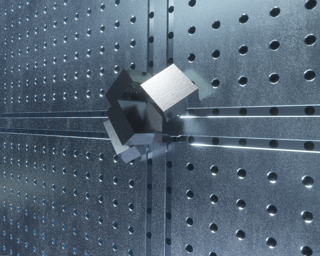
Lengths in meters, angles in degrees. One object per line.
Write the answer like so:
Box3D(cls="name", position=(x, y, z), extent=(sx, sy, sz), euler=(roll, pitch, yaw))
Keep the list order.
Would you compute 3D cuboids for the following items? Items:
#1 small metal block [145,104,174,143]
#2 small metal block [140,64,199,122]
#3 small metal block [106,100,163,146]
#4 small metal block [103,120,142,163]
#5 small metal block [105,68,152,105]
Box3D(cls="small metal block", position=(-0.009, -0.007, 0.417), extent=(0.050, 0.025, 0.050), euler=(1, 90, 39))
Box3D(cls="small metal block", position=(0.013, -0.044, 0.382), extent=(0.050, 0.025, 0.050), euler=(-35, 61, -9))
Box3D(cls="small metal block", position=(-0.032, -0.006, 0.388), extent=(0.025, 0.050, 0.050), euler=(-43, 65, 31))
Box3D(cls="small metal block", position=(-0.052, 0.016, 0.433), extent=(0.025, 0.050, 0.050), euler=(-26, 69, -2))
Box3D(cls="small metal block", position=(-0.038, -0.052, 0.426), extent=(0.050, 0.050, 0.025), euler=(-48, 61, 29))
